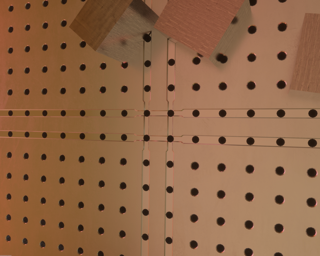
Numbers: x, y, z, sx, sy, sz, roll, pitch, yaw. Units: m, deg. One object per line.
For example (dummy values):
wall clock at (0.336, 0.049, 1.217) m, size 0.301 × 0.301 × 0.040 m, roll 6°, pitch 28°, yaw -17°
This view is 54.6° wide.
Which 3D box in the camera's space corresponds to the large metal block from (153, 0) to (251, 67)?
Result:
large metal block at (0.053, -0.134, 0.381) m, size 0.080 × 0.050 × 0.080 m, roll 35°, pitch 101°, yaw 16°

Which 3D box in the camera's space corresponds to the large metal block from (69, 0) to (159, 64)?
large metal block at (-0.055, -0.138, 0.403) m, size 0.050 × 0.080 × 0.080 m, roll 44°, pitch 104°, yaw 15°

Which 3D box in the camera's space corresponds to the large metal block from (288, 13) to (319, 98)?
large metal block at (0.189, -0.072, 0.332) m, size 0.080 × 0.050 × 0.080 m, roll 11°, pitch 94°, yaw 19°
